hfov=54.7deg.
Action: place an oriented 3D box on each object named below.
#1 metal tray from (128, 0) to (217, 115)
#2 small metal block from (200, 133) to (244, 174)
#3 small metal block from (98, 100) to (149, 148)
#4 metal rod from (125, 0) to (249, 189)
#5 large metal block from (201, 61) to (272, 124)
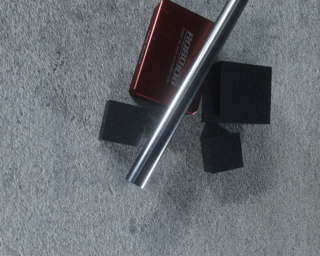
[{"bbox_3d":[0.021,-0.092,0.415,0.091,0.030,0.129,19,84,-20],"label":"metal tray"},{"bbox_3d":[0.089,0.035,0.443,0.050,0.025,0.050,-9,93,-20],"label":"small metal block"},{"bbox_3d":[-0.046,-0.005,0.393,0.050,0.025,0.050,13,86,-20],"label":"small metal block"},{"bbox_3d":[0.043,-0.062,0.393,0.025,0.025,0.300,33,79,-18],"label":"metal rod"},{"bbox_3d":[0.107,-0.046,0.437,0.081,0.050,0.079,2,89,-20],"label":"large metal block"}]
